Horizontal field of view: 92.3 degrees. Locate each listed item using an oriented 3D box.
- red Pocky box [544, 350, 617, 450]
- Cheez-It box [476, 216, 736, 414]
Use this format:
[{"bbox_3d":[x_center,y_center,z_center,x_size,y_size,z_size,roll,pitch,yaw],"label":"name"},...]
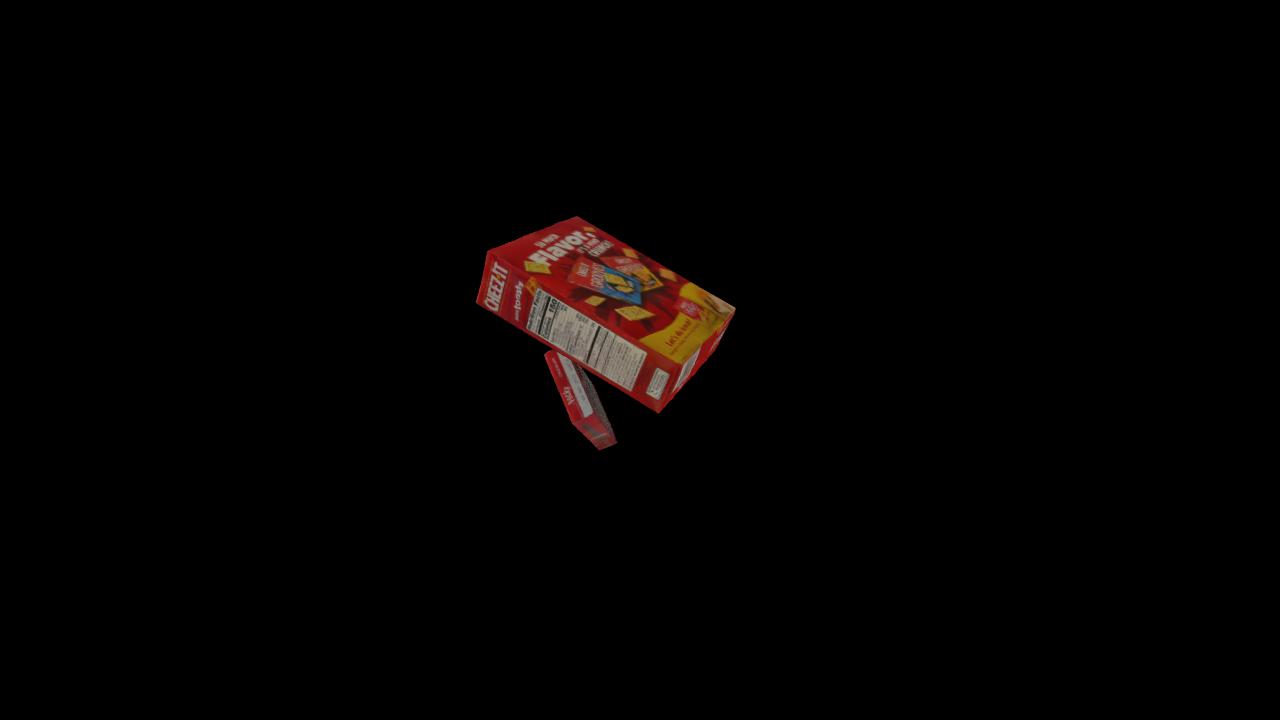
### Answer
[{"bbox_3d":[-0.062,0.047,0.679,0.028,0.083,0.155,-25,-19,-2],"label":"red Pocky box"},{"bbox_3d":[-0.030,-0.058,0.641,0.223,0.071,0.166,31,33,11],"label":"Cheez-It box"}]
